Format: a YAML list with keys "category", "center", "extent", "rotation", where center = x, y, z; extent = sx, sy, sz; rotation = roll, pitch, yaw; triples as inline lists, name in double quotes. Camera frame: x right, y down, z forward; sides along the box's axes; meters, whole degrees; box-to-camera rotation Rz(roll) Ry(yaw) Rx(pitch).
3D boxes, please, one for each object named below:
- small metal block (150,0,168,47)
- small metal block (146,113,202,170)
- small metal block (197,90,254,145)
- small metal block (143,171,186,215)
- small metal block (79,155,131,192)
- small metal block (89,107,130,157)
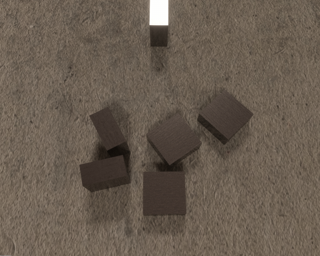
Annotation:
- category: "small metal block"
  center: [-0.001, -0.154, 0.451]
  extent: [0.025, 0.050, 0.050]
  rotation: [0, 70, 0]
- category: "small metal block"
  center: [0.018, 0.017, 0.402]
  extent: [0.050, 0.025, 0.050]
  rotation: [-34, 74, -12]
- category: "small metal block"
  center: [0.087, -0.014, 0.414]
  extent: [0.050, 0.025, 0.050]
  rotation: [-43, 76, -14]
- category: "small metal block"
  center: [0.005, 0.081, 0.379]
  extent: [0.050, 0.025, 0.050]
  rotation: [-1, 70, -1]
- category: "small metal block"
  center: [-0.064, 0.056, 0.374]
  extent: [0.050, 0.050, 0.025]
  rotation: [-13, 71, -5]
- category: "small metal block"
  center: [-0.062, 0.009, 0.391]
  extent: [0.025, 0.050, 0.050]
  rotation: [-27, 73, -10]
